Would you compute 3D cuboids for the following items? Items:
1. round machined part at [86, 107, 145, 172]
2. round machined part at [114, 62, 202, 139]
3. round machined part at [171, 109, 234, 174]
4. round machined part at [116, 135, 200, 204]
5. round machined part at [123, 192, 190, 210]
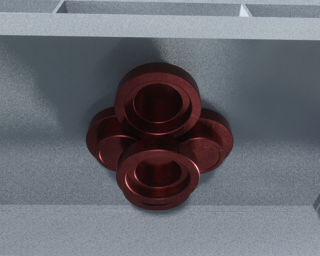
[{"bbox_3d":[-0.050,0.022,0.414,0.099,0.042,0.097,-1,130,0],"label":"round machined part"},{"bbox_3d":[-0.002,-0.034,0.366,0.099,0.042,0.097,-1,130,0],"label":"round machined part"},{"bbox_3d":[0.050,0.025,0.417,0.099,0.042,0.097,-1,130,0],"label":"round machined part"},{"bbox_3d":[-0.002,0.047,0.380,0.099,0.042,0.097,-1,130,0],"label":"round machined part"},{"bbox_3d":[-0.004,0.077,0.461,0.099,0.042,0.097,-1,130,0],"label":"round machined part"}]
